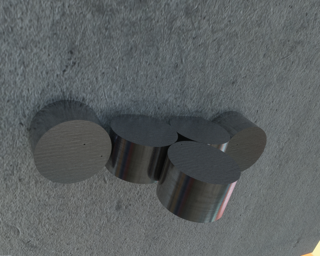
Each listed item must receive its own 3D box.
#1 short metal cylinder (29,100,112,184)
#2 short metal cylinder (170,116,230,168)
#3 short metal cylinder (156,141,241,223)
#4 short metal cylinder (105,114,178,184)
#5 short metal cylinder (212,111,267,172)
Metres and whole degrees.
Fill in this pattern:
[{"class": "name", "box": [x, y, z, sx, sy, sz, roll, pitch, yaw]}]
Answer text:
[{"class": "short metal cylinder", "box": [-0.101, 0.015, 0.346, 0.081, 0.050, 0.079, -14, 125, -21]}, {"class": "short metal cylinder", "box": [0.047, 0.023, 0.413, 0.081, 0.080, 0.050, 0, 118, -29]}, {"class": "short metal cylinder", "box": [0.041, 0.056, 0.340, 0.081, 0.080, 0.050, 0, 119, -29]}, {"class": "short metal cylinder", "box": [-0.024, 0.023, 0.374, 0.081, 0.080, 0.050, 0, 118, -29]}, {"class": "short metal cylinder", "box": [0.111, 0.021, 0.465, 0.081, 0.050, 0.079, -14, 125, -21]}]
